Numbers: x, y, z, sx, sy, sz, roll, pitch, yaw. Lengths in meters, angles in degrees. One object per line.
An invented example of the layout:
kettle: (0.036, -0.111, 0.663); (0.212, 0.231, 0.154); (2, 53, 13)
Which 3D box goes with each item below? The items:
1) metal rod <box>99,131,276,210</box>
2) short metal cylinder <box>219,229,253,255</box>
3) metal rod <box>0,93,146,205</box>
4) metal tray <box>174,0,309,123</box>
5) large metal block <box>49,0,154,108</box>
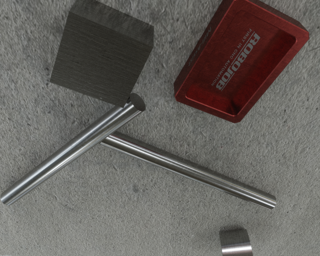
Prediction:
metal rod: (0.054, 0.067, 0.464); (0.302, 0.025, 0.025); (24, 126, -20)
short metal cylinder: (0.140, 0.230, 0.570); (0.050, 0.080, 0.080); (-9, 130, 7)
metal rod: (-0.135, 0.042, 0.427); (0.299, 0.025, 0.025); (-33, 123, 29)
metal tray: (0.083, -0.072, 0.343); (0.091, 0.030, 0.129); (20, 127, -17)
large metal block: (-0.060, -0.078, 0.324); (0.081, 0.050, 0.079); (19, 127, -16)
